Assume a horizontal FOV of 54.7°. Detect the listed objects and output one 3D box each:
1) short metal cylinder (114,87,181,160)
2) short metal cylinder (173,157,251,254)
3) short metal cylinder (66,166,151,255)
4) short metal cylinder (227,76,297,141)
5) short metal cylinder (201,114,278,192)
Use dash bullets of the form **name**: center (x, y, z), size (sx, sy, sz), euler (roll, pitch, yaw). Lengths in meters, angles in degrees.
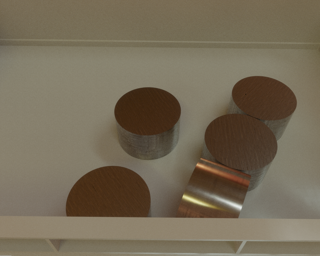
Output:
- **short metal cylinder**: center (-0.015, -0.006, 0.394), size (0.081, 0.050, 0.080), euler (0, 50, 0)
- **short metal cylinder**: center (0.052, 0.075, 0.307), size (0.050, 0.080, 0.080), euler (20, 53, 15)
- **short metal cylinder**: center (-0.049, 0.086, 0.316), size (0.081, 0.050, 0.080), euler (0, 50, 0)
- **short metal cylinder**: center (0.132, -0.024, 0.411), size (0.081, 0.050, 0.080), euler (0, 50, 0)
- **short metal cylinder**: center (0.090, 0.029, 0.366), size (0.081, 0.050, 0.080), euler (0, 50, 0)
